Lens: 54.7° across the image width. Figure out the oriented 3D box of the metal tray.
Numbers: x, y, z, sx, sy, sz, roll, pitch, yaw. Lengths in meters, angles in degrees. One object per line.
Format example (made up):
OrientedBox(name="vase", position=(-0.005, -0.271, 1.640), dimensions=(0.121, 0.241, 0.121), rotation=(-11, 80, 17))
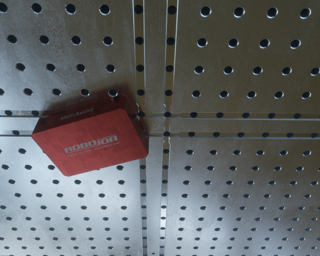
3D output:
OrientedBox(name="metal tray", position=(-0.091, 0.014, 0.419), dimensions=(0.130, 0.030, 0.090), rotation=(-15, 129, 12))
